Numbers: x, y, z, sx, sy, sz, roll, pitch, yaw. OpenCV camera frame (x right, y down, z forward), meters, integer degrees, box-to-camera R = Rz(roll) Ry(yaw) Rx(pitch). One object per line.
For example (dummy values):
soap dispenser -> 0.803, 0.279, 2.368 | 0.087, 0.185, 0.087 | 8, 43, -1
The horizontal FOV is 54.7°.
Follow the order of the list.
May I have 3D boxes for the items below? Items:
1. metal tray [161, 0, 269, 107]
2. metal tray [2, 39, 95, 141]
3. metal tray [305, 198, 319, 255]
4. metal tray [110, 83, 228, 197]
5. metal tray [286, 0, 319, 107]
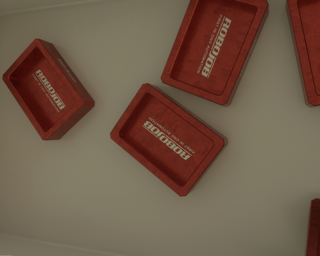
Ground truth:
metal tray -> 0.066, -0.102, 0.384 | 0.090, 0.030, 0.129 | 24, 98, 18
metal tray -> -0.170, -0.057, 0.467 | 0.090, 0.030, 0.130 | -41, 77, 15
metal tray -> 0.184, 0.129, 0.287 | 0.090, 0.131, 0.030 | 8, 126, 25
metal tray -> 0.009, 0.014, 0.404 | 0.130, 0.030, 0.090 | 38, 102, 16
metal tray -> 0.197, -0.094, 0.337 | 0.090, 0.030, 0.129 | -11, 86, 19
